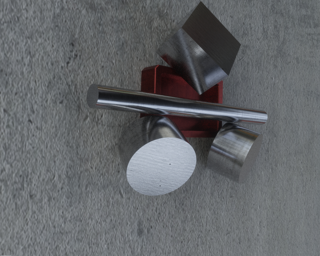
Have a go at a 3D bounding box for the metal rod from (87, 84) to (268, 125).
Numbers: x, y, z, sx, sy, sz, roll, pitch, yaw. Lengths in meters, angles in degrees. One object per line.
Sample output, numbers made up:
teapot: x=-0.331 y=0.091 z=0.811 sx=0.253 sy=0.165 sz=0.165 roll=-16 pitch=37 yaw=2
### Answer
metal rod: x=0.048 y=-0.025 z=0.407 sx=0.302 sy=0.025 sz=0.025 roll=4 pitch=88 yaw=-40

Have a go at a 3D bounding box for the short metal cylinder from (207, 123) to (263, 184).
short metal cylinder: x=0.113 y=0.036 z=0.463 sx=0.080 sy=0.050 sz=0.079 roll=-41 pitch=144 yaw=-39

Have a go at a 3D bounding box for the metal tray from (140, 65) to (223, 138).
metal tray: x=0.034 y=-0.032 z=0.431 sx=0.131 sy=0.030 sz=0.089 roll=2 pitch=89 yaw=-40

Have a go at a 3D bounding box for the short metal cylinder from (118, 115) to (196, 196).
short metal cylinder: x=-0.005 y=0.032 z=0.362 sx=0.081 sy=0.050 sz=0.079 roll=-9 pitch=123 yaw=-15

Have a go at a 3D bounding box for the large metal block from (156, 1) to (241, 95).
large metal block: x=0.053 y=-0.105 z=0.406 sx=0.080 sy=0.050 sz=0.080 roll=42 pitch=47 yaw=-14
